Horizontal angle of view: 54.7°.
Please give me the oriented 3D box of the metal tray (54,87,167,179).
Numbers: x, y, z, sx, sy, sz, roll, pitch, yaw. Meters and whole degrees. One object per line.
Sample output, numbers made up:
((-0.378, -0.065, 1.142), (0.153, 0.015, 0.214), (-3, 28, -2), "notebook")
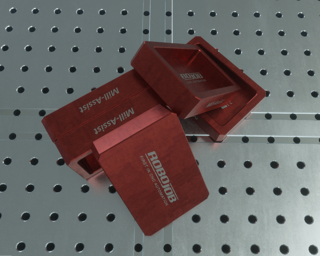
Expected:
((-0.049, 0.008, 0.372), (0.131, 0.090, 0.030), (-31, 73, -11), "metal tray")

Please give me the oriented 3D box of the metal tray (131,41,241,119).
((0.037, -0.062, 0.375), (0.090, 0.030, 0.131), (49, 32, 15), "metal tray")

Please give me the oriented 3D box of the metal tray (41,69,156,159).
((-0.066, -0.016, 0.382), (0.131, 0.090, 0.030), (-31, 73, -11), "metal tray")

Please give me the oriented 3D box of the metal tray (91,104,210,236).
((-0.006, 0.050, 0.344), (0.090, 0.129, 0.030), (-31, 32, -11), "metal tray")

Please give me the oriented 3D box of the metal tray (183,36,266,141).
((0.066, -0.056, 0.429), (0.090, 0.030, 0.130), (-42, 76, -14), "metal tray")
